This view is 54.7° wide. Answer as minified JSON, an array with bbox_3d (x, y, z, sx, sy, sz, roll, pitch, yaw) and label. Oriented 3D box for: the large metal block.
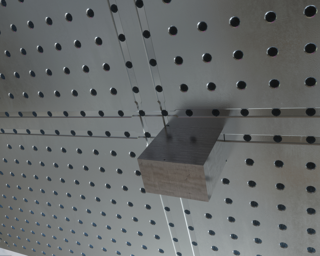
[{"bbox_3d":[0.031,0.040,0.383,0.080,0.080,0.050,3,120,26],"label":"large metal block"}]
